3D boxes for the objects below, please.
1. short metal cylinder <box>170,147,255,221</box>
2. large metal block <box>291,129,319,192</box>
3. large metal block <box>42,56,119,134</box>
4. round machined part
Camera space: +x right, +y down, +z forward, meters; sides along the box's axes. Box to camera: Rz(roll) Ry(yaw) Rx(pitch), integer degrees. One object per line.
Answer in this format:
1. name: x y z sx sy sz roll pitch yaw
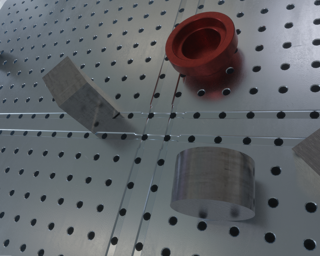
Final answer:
1. short metal cylinder: 0.053 0.058 0.309 0.080 0.080 0.050 -5 60 26
2. large metal block: 0.181 0.032 0.277 0.080 0.050 0.080 -37 51 3
3. large metal block: -0.119 -0.049 0.466 0.050 0.080 0.080 -42 51 0
4. round machined part: 0.060 -0.112 0.434 0.098 0.042 0.098 -13 56 21
